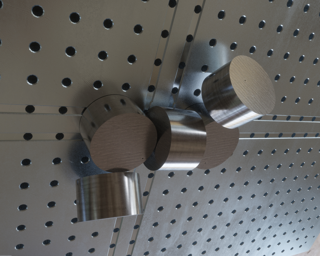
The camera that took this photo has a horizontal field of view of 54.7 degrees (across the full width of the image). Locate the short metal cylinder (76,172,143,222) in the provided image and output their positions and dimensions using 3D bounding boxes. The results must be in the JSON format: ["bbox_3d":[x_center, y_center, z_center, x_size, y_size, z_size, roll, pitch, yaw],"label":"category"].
[{"bbox_3d":[-0.063,0.088,0.389,0.081,0.050,0.080,-7,164,-2],"label":"short metal cylinder"}]

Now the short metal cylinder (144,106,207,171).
[{"bbox_3d":[0.014,0.014,0.393,0.050,0.080,0.079,5,116,-31],"label":"short metal cylinder"}]

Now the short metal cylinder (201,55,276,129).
[{"bbox_3d":[0.100,-0.045,0.396,0.081,0.080,0.050,9,156,-33],"label":"short metal cylinder"}]

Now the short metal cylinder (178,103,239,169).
[{"bbox_3d":[0.064,0.011,0.438,0.081,0.050,0.079,-14,125,-21],"label":"short metal cylinder"}]

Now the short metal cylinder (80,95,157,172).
[{"bbox_3d":[-0.050,0.007,0.372,0.081,0.050,0.079,-14,125,-21],"label":"short metal cylinder"}]
